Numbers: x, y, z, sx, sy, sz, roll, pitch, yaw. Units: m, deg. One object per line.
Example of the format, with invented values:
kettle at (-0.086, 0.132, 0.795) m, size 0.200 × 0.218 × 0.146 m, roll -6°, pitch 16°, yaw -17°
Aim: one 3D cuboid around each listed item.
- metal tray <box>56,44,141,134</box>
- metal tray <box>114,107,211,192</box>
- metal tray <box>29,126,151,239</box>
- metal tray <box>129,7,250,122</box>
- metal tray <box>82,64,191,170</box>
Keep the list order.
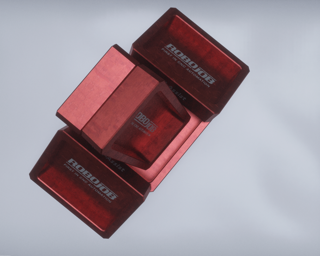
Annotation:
metal tray at (-0.059, -0.037, 0.355) m, size 0.030 × 0.130 × 0.090 m, roll 40°, pitch 90°, yaw 0°
metal tray at (-0.006, 0.006, 0.407) m, size 0.090 × 0.030 × 0.130 m, roll 39°, pitch 90°, yaw -1°
metal tray at (-0.088, 0.067, 0.389) m, size 0.130 × 0.030 × 0.090 m, roll 40°, pitch 114°, yaw -1°
metal tray at (0.038, -0.081, 0.390) m, size 0.130 × 0.030 × 0.090 m, roll 39°, pitch 64°, yaw 0°
metal tray at (-0.018, -0.004, 0.345) m, size 0.030 × 0.130 × 0.090 m, roll 40°, pitch 90°, yaw 23°
